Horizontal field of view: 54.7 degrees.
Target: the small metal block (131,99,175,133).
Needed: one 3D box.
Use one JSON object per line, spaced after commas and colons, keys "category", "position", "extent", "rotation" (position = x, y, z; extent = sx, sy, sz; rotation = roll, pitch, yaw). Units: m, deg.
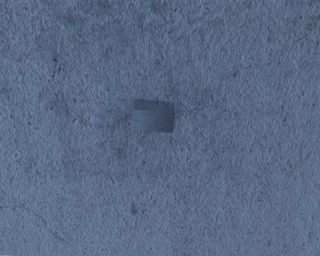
{"category": "small metal block", "position": [-0.009, -0.016, 0.391], "extent": [0.050, 0.050, 0.025], "rotation": [5, 110, -2]}
